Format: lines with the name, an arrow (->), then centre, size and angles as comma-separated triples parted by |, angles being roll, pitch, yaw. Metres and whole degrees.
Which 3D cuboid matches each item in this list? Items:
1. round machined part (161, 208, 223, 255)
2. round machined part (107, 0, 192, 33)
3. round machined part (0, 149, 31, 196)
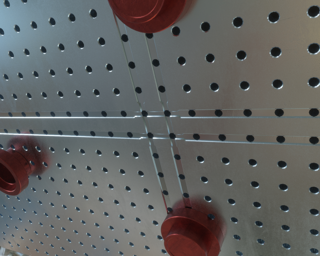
round machined part -> 0.046, 0.177, 0.486 | 0.098, 0.042, 0.097 | 13, 124, 21
round machined part -> -0.017, -0.147, 0.319 | 0.098, 0.042, 0.097 | 13, 124, 21
round machined part -> -0.295, 0.081, 0.608 | 0.098, 0.042, 0.097 | 13, 124, 21
